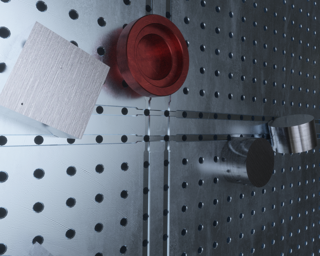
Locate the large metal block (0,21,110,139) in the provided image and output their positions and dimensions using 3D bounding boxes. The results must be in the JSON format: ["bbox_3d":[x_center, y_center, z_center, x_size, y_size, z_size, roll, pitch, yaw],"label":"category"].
[{"bbox_3d":[-0.108,-0.041,0.302,0.080,0.050,0.080,29,72,-36],"label":"large metal block"}]

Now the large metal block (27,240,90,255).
[{"bbox_3d":[-0.100,0.169,0.310,0.080,0.050,0.080,35,69,-35],"label":"large metal block"}]

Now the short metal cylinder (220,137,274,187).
[{"bbox_3d":[0.145,0.055,0.515,0.081,0.050,0.080,0,90,-40],"label":"short metal cylinder"}]

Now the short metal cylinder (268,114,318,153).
[{"bbox_3d":[0.249,0.010,0.581,0.081,0.080,0.050,-24,105,-38],"label":"short metal cylinder"}]

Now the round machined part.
[{"bbox_3d":[-0.013,-0.087,0.387,0.099,0.042,0.097,0,90,-40],"label":"round machined part"}]
